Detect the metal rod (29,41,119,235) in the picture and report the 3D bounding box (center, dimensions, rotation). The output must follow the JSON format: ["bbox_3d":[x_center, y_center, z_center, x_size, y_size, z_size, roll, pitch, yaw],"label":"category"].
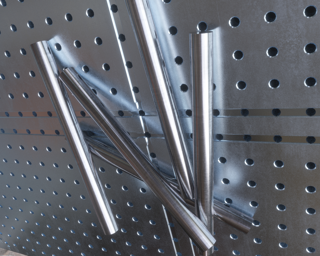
[{"bbox_3d":[-0.122,0.022,0.456,0.025,0.025,0.298,-11,104,32],"label":"metal rod"}]

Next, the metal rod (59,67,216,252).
[{"bbox_3d":[-0.034,0.037,0.414,0.300,0.025,0.025,50,129,7],"label":"metal rod"}]

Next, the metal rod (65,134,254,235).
[{"bbox_3d":[-0.009,0.074,0.459,0.301,0.025,0.025,25,127,12],"label":"metal rod"}]

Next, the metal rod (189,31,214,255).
[{"bbox_3d":[0.054,0.036,0.383,0.025,0.025,0.298,7,115,24],"label":"metal rod"}]

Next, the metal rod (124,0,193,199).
[{"bbox_3d":[0.003,-0.043,0.373,0.025,0.025,0.298,-4,114,29],"label":"metal rod"}]
